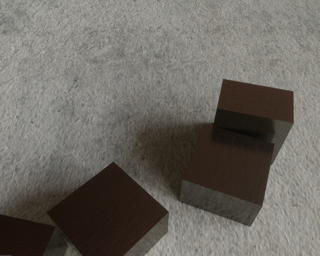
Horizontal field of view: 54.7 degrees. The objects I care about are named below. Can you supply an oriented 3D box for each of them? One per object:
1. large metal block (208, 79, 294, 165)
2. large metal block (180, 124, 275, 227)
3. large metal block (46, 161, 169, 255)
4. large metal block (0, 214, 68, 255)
[{"bbox_3d":[0.107,-0.006,0.374,0.080,0.080,0.050,12,51,9],"label":"large metal block"},{"bbox_3d":[0.074,0.050,0.346,0.080,0.050,0.080,17,52,13],"label":"large metal block"},{"bbox_3d":[-0.049,0.094,0.307,0.080,0.050,0.080,37,59,27],"label":"large metal block"},{"bbox_3d":[-0.142,0.128,0.278,0.080,0.050,0.080,10,51,7],"label":"large metal block"}]
